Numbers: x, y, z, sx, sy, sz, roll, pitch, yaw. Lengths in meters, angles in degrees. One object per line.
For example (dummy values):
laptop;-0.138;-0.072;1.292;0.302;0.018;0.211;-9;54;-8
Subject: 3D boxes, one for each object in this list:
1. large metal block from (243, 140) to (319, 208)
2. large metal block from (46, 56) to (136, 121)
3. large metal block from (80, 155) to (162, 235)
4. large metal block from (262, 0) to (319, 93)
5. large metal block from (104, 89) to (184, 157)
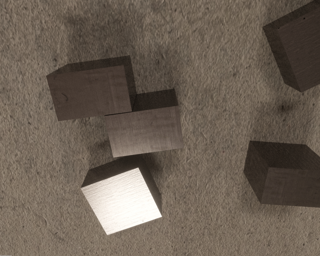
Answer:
large metal block;0.163;0.057;0.404;0.081;0.080;0.050;4;110;-2
large metal block;-0.074;-0.049;0.361;0.080;0.080;0.050;-7;110;2
large metal block;-0.050;0.089;0.429;0.080;0.050;0.080;-21;109;7
large metal block;0.180;-0.100;0.362;0.080;0.050;0.080;-26;108;9
large metal block;-0.017;-0.009;0.377;0.080;0.080;0.050;-8;110;2
